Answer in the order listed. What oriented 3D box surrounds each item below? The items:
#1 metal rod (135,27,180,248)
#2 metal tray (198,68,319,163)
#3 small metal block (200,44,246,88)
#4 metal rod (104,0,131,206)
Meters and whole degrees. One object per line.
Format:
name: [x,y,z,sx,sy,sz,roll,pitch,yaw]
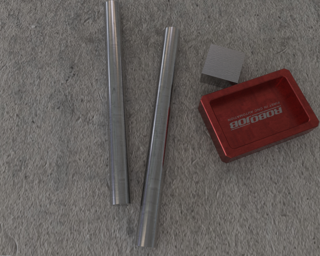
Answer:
metal rod: [0.001,-0.003,0.408,0.025,0.025,0.299,6,70,2]
metal tray: [0.128,-0.017,0.412,0.131,0.030,0.090,-19,71,-7]
small metal block: [0.089,-0.086,0.440,0.050,0.025,0.050,17,71,6]
metal rod: [-0.060,-0.047,0.424,0.025,0.025,0.299,-5,70,-2]
